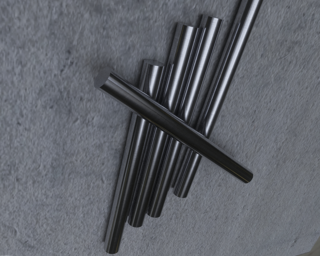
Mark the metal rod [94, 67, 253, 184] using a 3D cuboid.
[{"bbox_3d":[0.040,0.013,0.404,0.301,0.025,0.025,33,100,-39],"label":"metal rod"}]

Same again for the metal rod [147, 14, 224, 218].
[{"bbox_3d":[0.026,0.001,0.423,0.025,0.025,0.298,1,118,-29],"label":"metal rod"}]

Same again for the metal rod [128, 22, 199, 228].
[{"bbox_3d":[-0.003,0.013,0.415,0.025,0.025,0.298,0,118,-29],"label":"metal rod"}]

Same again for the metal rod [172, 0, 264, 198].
[{"bbox_3d":[0.073,-0.028,0.430,0.025,0.025,0.298,3,117,-30],"label":"metal rod"}]

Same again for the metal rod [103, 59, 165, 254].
[{"bbox_3d":[-0.041,0.055,0.420,0.025,0.025,0.298,0,118,-29],"label":"metal rod"}]
